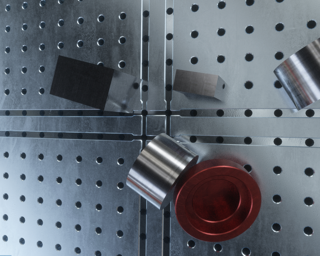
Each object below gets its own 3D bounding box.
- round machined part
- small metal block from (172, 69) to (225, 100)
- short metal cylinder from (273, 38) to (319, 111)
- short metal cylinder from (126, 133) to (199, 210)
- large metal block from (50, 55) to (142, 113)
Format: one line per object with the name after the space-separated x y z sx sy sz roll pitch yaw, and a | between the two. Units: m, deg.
0.064 0.081 0.366 0.099 0.042 0.097 -2 107 -5 | round machined part
0.049 -0.053 0.382 0.050 0.050 0.025 12 94 19 | small metal block
0.169 -0.060 0.324 0.080 0.080 0.050 -31 80 17 | short metal cylinder
0.004 0.053 0.381 0.050 0.080 0.080 34 101 16 | short metal cylinder
-0.082 -0.056 0.411 0.080 0.080 0.050 17 96 19 | large metal block
